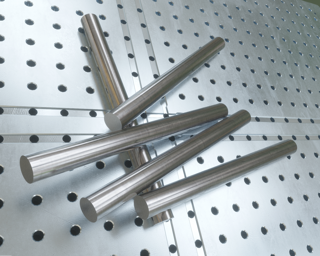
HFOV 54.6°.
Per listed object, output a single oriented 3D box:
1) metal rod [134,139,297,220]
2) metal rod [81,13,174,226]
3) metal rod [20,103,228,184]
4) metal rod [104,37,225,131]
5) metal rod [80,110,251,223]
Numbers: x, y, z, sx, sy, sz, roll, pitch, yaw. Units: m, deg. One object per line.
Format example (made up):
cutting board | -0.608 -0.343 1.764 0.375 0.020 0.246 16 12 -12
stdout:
metal rod | 0.096 0.055 0.406 0.302 0.025 0.025 -12 68 -39
metal rod | -0.049 -0.026 0.397 0.025 0.025 0.299 -9 66 -32
metal rod | -0.010 0.005 0.368 0.302 0.025 0.025 -16 70 -45
metal rod | 0.026 -0.079 0.450 0.025 0.025 0.302 45 45 3
metal rod | 0.034 0.028 0.384 0.302 0.025 0.025 -25 75 -44
